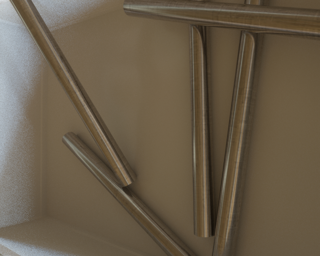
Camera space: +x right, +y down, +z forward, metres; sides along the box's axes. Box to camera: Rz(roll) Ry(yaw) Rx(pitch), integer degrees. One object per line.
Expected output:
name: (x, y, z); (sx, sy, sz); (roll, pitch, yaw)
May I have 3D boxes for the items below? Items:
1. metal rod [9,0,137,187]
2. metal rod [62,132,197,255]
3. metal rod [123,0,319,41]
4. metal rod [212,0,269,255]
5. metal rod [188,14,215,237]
metal rod: (-0.118, -0.051, 0.430); (0.025, 0.025, 0.299); (-25, 97, 37)
metal rod: (-0.059, 0.093, 0.455); (0.300, 0.025, 0.025); (37, 113, 33)
metal rod: (0.072, -0.113, 0.313); (0.300, 0.025, 0.025); (23, 104, 37)
metal rod: (0.087, 0.001, 0.335); (0.025, 0.025, 0.298); (10, 97, 39)
metal rod: (0.049, -0.025, 0.366); (0.025, 0.025, 0.298); (-2, 88, 40)
